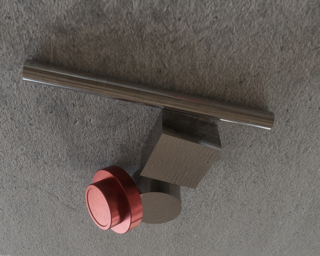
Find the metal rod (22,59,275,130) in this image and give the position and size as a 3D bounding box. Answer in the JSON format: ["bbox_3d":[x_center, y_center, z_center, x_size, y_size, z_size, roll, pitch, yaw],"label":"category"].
[{"bbox_3d":[-0.005,-0.037,0.375,0.302,0.025,0.025,11,129,-10],"label":"metal rod"}]

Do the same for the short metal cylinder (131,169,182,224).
[{"bbox_3d":[-0.008,0.104,0.479,0.081,0.050,0.079,0,130,0],"label":"short metal cylinder"}]

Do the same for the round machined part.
[{"bbox_3d":[-0.072,0.107,0.447,0.042,0.098,0.097,-17,143,-40],"label":"round machined part"}]

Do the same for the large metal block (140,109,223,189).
[{"bbox_3d":[0.025,0.030,0.416,0.081,0.050,0.079,17,128,-14],"label":"large metal block"}]
